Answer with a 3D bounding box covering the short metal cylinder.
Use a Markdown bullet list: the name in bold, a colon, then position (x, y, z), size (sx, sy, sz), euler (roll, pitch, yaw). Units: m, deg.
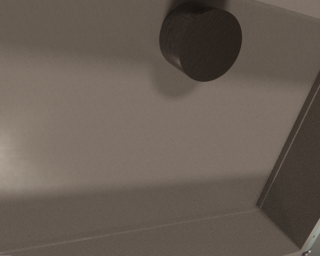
- **short metal cylinder**: position (0.046, -0.100, 0.358), size (0.081, 0.050, 0.079), euler (-14, 125, -21)
